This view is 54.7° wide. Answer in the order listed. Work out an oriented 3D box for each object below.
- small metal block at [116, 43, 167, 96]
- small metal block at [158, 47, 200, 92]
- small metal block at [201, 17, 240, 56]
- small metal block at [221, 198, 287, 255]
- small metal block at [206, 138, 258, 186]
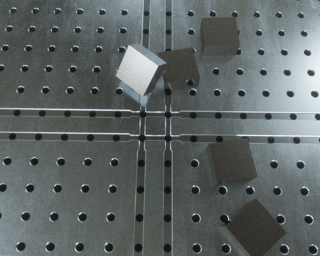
[{"bbox_3d":[-0.026,-0.080,0.425,0.050,0.050,0.025,38,33,12],"label":"small metal block"},{"bbox_3d":[0.026,-0.084,0.443,0.050,0.025,0.050,-10,70,-4],"label":"small metal block"},{"bbox_3d":[0.089,-0.137,0.463,0.050,0.025,0.050,-2,70,-1],"label":"small metal block"},{"bbox_3d":[0.111,0.121,0.369,0.050,0.025,0.050,-37,75,-13],"label":"small metal block"},{"bbox_3d":[0.091,0.044,0.397,0.050,0.025,0.050,-8,70,-4],"label":"small metal block"}]
